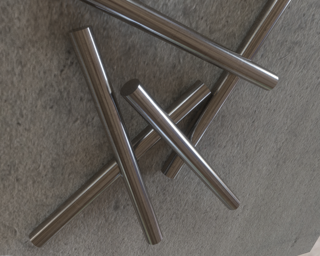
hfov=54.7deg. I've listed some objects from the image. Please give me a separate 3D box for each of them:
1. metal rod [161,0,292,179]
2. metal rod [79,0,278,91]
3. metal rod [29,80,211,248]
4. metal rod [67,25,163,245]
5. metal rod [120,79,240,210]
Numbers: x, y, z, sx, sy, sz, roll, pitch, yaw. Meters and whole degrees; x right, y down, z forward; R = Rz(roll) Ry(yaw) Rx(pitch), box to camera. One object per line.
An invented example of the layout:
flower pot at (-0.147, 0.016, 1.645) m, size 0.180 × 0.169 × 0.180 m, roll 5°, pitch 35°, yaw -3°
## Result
metal rod at (0.088, -0.056, 0.421) m, size 0.025 × 0.025 × 0.298 m, roll 21°, pitch 107°, yaw -36°
metal rod at (0.021, -0.101, 0.338) m, size 0.302 × 0.025 × 0.025 m, roll 17°, pitch 109°, yaw -29°
metal rod at (-0.052, 0.047, 0.408) m, size 0.300 × 0.025 × 0.025 m, roll -42°, pitch 130°, yaw 1°
metal rod at (-0.044, 0.030, 0.374) m, size 0.025 × 0.025 × 0.298 m, roll -24°, pitch 119°, yaw -15°
metal rod at (0.045, 0.042, 0.425) m, size 0.025 × 0.025 × 0.300 m, roll -42°, pitch 130°, yaw 0°
